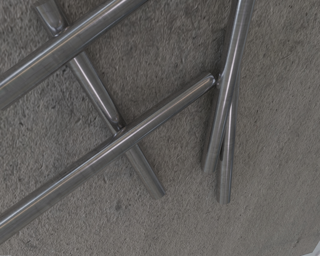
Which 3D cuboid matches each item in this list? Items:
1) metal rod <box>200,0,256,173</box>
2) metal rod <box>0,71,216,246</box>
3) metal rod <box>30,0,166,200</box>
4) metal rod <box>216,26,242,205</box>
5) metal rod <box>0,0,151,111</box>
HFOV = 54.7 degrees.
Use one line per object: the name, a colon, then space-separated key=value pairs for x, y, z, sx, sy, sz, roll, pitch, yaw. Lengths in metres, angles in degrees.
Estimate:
metal rod: x=0.084 y=-0.057 z=0.395 sx=0.025 sy=0.025 sz=0.298 roll=-13 pitch=130 yaw=-21
metal rod: x=-0.051 y=0.021 z=0.353 sx=0.301 sy=0.025 sz=0.025 roll=-37 pitch=130 yaw=-19
metal rod: x=-0.054 y=-0.009 z=0.371 sx=0.025 sy=0.025 sz=0.299 roll=-32 pitch=129 yaw=-8
metal rod: x=0.101 y=0.001 z=0.462 sx=0.025 sy=0.025 sz=0.298 roll=-17 pitch=126 yaw=-18
metal rod: x=-0.031 y=-0.120 z=0.292 sx=0.301 sy=0.025 sz=0.025 roll=-40 pitch=130 yaw=-10
